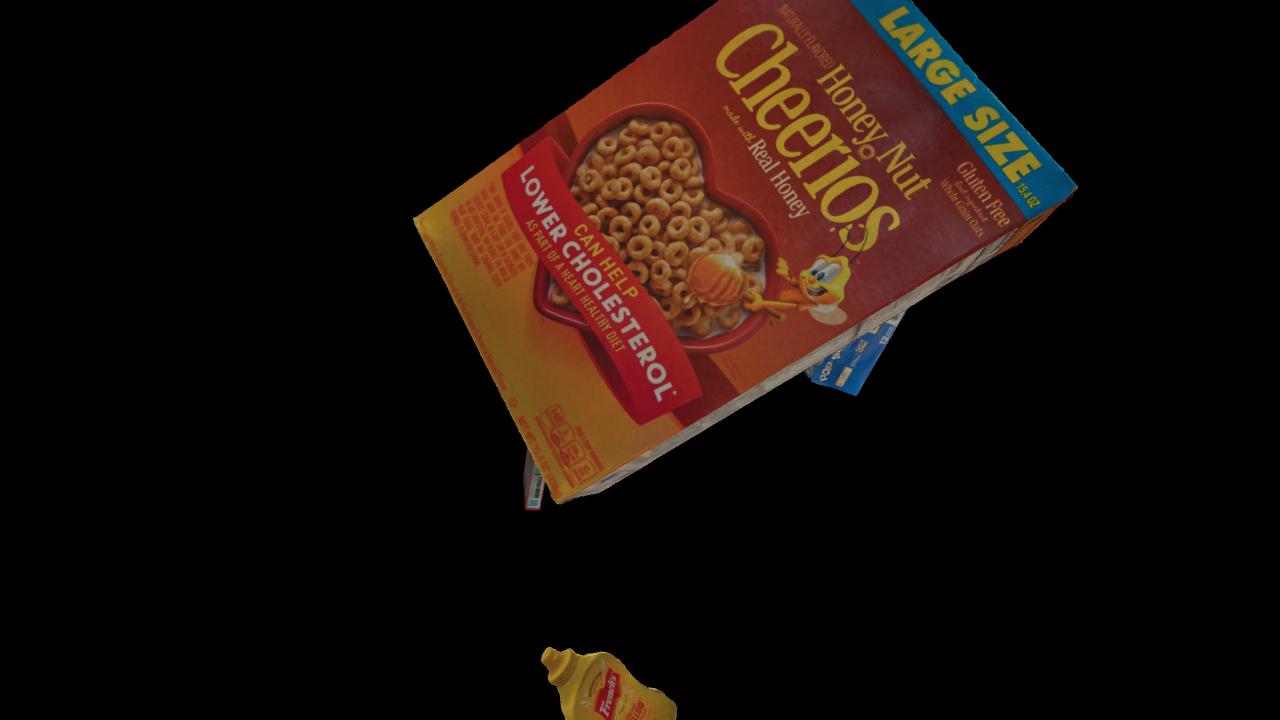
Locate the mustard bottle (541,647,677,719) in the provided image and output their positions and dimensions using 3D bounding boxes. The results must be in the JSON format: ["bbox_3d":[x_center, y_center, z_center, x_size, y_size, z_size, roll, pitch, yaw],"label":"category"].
[{"bbox_3d":[-0.044,0.403,0.734,0.184,0.092,0.054,41,-37,-8],"label":"mustard bottle"}]

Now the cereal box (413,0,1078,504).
[{"bbox_3d":[0.040,-0.080,0.364,0.306,0.203,0.081,-32,-14,9],"label":"cereal box"}]

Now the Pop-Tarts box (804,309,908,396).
[{"bbox_3d":[0.312,-0.055,0.944,0.083,0.167,0.141,19,21,-13],"label":"Pop-Tarts box"}]

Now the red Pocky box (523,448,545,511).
[{"bbox_3d":[-0.164,0.157,0.983,0.028,0.155,0.083,4,34,-17],"label":"red Pocky box"}]
